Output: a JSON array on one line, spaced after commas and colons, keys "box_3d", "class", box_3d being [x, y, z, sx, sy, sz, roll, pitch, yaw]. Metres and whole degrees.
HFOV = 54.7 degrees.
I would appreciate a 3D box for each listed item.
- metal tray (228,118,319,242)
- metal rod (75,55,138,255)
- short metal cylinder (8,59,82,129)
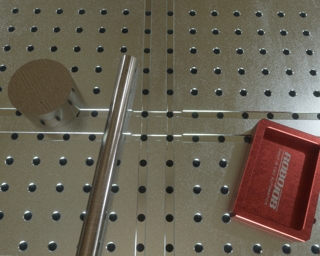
[{"box_3d": [0.148, 0.063, 0.387, 0.090, 0.030, 0.130, 20, 71, 7], "class": "metal tray"}, {"box_3d": [-0.067, 0.041, 0.396, 0.025, 0.025, 0.299, 8, 70, 3], "class": "metal rod"}, {"box_3d": [-0.151, -0.044, 0.413, 0.081, 0.050, 0.080, 0, 70, 0], "class": "short metal cylinder"}]
